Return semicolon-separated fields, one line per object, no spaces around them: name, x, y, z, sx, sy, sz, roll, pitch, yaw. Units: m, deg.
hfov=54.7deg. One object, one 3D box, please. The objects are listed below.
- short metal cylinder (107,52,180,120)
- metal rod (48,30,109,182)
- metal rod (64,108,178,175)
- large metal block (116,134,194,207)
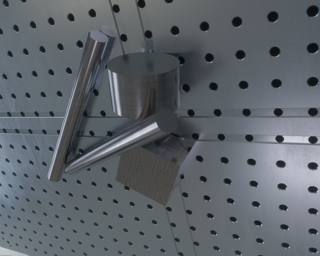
short metal cylinder;-0.017;-0.051;0.354;0.080;0.080;0.050;12;123;22
metal rod;-0.134;-0.012;0.474;0.025;0.025;0.298;34;129;5
metal rod;-0.073;0.031;0.416;0.025;0.025;0.299;52;145;-9
large metal block;-0.009;0.049;0.430;0.080;0.050;0.079;25;127;12
